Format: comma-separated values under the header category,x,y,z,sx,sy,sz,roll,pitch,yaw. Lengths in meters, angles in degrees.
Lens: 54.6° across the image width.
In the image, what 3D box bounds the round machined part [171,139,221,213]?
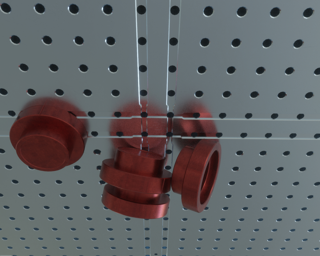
category,x,y,z,sx,sy,sz,roll,pitch,yaw
round machined part,0.048,0.062,0.424,0.042,0.098,0.097,14,134,23

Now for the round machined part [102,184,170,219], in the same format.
category,x,y,z,sx,sy,sz,roll,pitch,yaw
round machined part,-0.033,0.094,0.456,0.099,0.098,0.042,12,94,-10

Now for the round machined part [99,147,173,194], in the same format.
category,x,y,z,sx,sy,sz,roll,pitch,yaw
round machined part,-0.029,0.054,0.422,0.099,0.098,0.042,12,93,-10

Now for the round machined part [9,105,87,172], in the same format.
category,x,y,z,sx,sy,sz,roll,pitch,yaw
round machined part,-0.151,0.021,0.417,0.099,0.042,0.097,0,130,0
